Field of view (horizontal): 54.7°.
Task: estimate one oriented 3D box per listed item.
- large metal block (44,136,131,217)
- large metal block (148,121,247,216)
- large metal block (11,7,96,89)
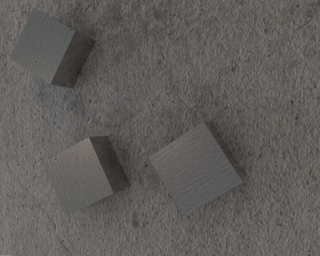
[{"bbox_3d":[-0.100,0.065,0.431,0.080,0.050,0.080,-28,81,17],"label":"large metal block"},{"bbox_3d":[0.047,0.047,0.379,0.080,0.050,0.080,-34,79,16],"label":"large metal block"},{"bbox_3d":[-0.155,-0.114,0.450,0.080,0.050,0.080,32,100,17],"label":"large metal block"}]
